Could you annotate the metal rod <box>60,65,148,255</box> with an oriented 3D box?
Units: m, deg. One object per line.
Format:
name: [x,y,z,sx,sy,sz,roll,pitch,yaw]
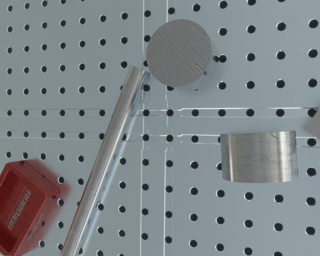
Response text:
metal rod: [-0.083,0.057,0.441,0.025,0.025,0.298,24,98,18]

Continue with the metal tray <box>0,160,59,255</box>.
metal tray: [-0.227,0.128,0.489,0.090,0.030,0.129,34,101,16]

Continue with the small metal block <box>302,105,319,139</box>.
small metal block: [0.197,-0.006,0.343,0.050,0.025,0.050,35,101,16]

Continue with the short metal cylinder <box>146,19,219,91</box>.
short metal cylinder: [0.029,-0.089,0.389,0.080,0.050,0.079,0,90,20]

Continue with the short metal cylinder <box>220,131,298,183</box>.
short metal cylinder: [0.109,0.030,0.345,0.080,0.080,0.050,-3,89,20]
